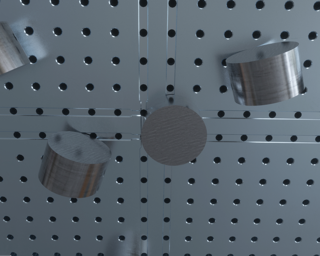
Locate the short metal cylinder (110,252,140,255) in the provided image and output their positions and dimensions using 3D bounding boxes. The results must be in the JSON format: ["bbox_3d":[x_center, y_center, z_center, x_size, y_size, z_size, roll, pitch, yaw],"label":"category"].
[{"bbox_3d":[-0.057,0.246,0.490,0.081,0.050,0.079,0,110,0],"label":"short metal cylinder"}]

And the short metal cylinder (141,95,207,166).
[{"bbox_3d":[0.017,0.002,0.401,0.081,0.050,0.079,0,110,0],"label":"short metal cylinder"}]

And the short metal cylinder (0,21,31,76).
[{"bbox_3d":[-0.198,-0.081,0.352,0.080,0.080,0.050,-22,109,8],"label":"short metal cylinder"}]

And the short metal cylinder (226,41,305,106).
[{"bbox_3d":[0.122,-0.064,0.361,0.080,0.080,0.050,-15,110,5],"label":"short metal cylinder"}]

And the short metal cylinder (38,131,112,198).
[{"bbox_3d":[-0.109,0.045,0.400,0.080,0.080,0.050,19,109,-7],"label":"short metal cylinder"}]
